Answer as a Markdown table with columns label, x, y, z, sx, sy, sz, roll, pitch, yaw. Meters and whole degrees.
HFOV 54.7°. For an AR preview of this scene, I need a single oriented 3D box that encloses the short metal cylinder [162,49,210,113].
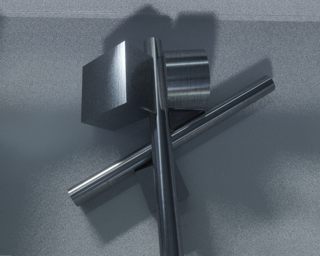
| label | x | y | z | sx | sy | sz | roll | pitch | yaw |
| --- | --- | --- | --- | --- | --- | --- | --- | --- | --- |
| short metal cylinder | 0.031 | -0.060 | 0.401 | 0.050 | 0.080 | 0.080 | -4 | 70 | -3 |

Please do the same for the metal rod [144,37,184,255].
| label | x | y | z | sx | sy | sz | roll | pitch | yaw |
| --- | --- | --- | --- | --- | --- | --- | --- | --- | --- |
| metal rod | 0.002 | 0.022 | 0.373 | 0.025 | 0.025 | 0.299 | -4 | 69 | -2 |

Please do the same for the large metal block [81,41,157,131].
| label | x | y | z | sx | sy | sz | roll | pitch | yaw |
| --- | --- | --- | --- | --- | --- | --- | --- | --- | --- |
| large metal block | -0.053 | -0.049 | 0.392 | 0.080 | 0.050 | 0.080 | -19 | 65 | 36 |

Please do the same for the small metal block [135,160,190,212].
| label | x | y | z | sx | sy | sz | roll | pitch | yaw |
| --- | --- | --- | --- | --- | --- | --- | --- | --- | --- |
| small metal block | 0.003 | 0.071 | 0.382 | 0.050 | 0.025 | 0.050 | -20 | 71 | -8 |

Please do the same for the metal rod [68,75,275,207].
| label | x | y | z | sx | sy | sz | roll | pitch | yaw |
| --- | --- | --- | --- | --- | --- | --- | --- | --- | --- |
| metal rod | 0.023 | 0.011 | 0.403 | 0.302 | 0.025 | 0.025 | -30 | 73 | -11 |
